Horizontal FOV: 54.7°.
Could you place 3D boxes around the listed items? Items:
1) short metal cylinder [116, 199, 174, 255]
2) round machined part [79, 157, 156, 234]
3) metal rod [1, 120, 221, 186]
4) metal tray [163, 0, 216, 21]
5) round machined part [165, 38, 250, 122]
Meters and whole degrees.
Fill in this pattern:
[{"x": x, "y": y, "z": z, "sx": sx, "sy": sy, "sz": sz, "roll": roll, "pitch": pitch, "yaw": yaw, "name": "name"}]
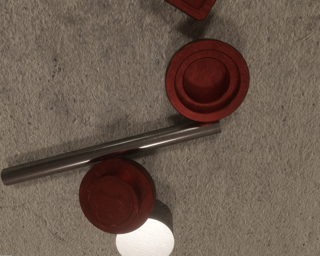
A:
[{"x": -0.021, "y": 0.149, "z": 0.451, "sx": 0.081, "sy": 0.050, "sz": 0.079, "roll": 0, "pitch": 110, "yaw": -1, "name": "short metal cylinder"}, {"x": -0.057, "y": 0.089, "z": 0.393, "sx": 0.099, "sy": 0.042, "sz": 0.097, "roll": 1, "pitch": 96, "yaw": 8, "name": "round machined part"}, {"x": -0.068, "y": 0.031, "z": 0.420, "sx": 0.301, "sy": 0.025, "sz": 0.025, "roll": -14, "pitch": 110, "yaw": 4, "name": "metal rod"}, {"x": 0.042, "y": -0.196, "z": 0.335, "sx": 0.090, "sy": 0.030, "sz": 0.129, "roll": 29, "pitch": 107, "yaw": -11, "name": "metal tray"}, {"x": 0.055, "y": -0.060, "z": 0.380, "sx": 0.099, "sy": 0.042, "sz": 0.097, "roll": 0, "pitch": 110, "yaw": -1, "name": "round machined part"}]
